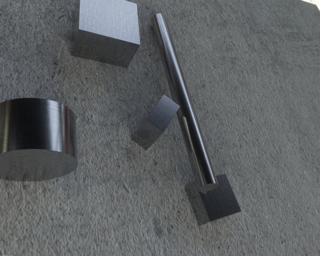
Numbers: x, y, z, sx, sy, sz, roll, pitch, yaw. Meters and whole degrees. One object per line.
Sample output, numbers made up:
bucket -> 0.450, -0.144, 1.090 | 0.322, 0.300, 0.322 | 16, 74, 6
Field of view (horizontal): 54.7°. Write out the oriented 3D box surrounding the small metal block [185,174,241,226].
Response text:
small metal block -> 0.066, 0.089, 0.387 | 0.050, 0.025, 0.050 | -6, 65, -31

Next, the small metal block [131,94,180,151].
small metal block -> -0.006, -0.007, 0.390 | 0.025, 0.050, 0.050 | 37, 51, -5

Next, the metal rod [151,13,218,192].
metal rod -> 0.026, -0.055, 0.436 | 0.025, 0.025, 0.299 | 4, 55, -26

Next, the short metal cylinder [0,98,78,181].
short metal cylinder -> -0.121, 0.014, 0.295 | 0.081, 0.080, 0.050 | 4, 60, -27

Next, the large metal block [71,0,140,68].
large metal block -> -0.077, -0.139, 0.432 | 0.081, 0.050, 0.080 | 8, 58, -24
